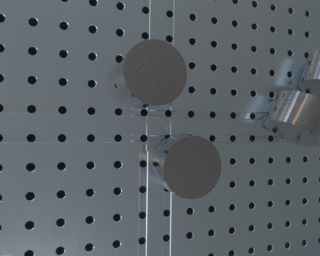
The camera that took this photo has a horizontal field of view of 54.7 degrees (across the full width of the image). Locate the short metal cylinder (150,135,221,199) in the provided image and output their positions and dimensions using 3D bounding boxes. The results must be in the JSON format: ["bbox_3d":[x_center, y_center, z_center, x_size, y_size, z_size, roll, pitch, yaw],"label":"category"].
[{"bbox_3d":[0.033,0.049,0.412,0.081,0.050,0.079,0,90,-20],"label":"short metal cylinder"}]

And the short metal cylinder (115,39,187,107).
[{"bbox_3d":[-0.013,-0.067,0.394,0.081,0.050,0.079,0,90,-20],"label":"short metal cylinder"}]

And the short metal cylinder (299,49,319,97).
[{"bbox_3d":[0.265,-0.081,0.481,0.080,0.080,0.050,23,83,-19],"label":"short metal cylinder"}]

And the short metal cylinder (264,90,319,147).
[{"bbox_3d":[0.204,-0.013,0.458,0.080,0.080,0.050,31,80,-18],"label":"short metal cylinder"}]
